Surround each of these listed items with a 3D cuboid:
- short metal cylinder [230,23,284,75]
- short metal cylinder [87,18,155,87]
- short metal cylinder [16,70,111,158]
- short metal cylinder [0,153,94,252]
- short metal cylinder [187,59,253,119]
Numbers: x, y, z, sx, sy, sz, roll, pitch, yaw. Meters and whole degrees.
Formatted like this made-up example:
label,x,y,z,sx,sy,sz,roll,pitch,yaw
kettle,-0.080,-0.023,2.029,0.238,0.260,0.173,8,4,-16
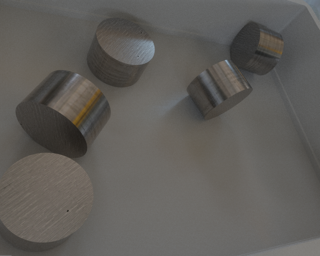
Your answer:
label,x,y,z,sx,sy,sz,roll,pitch,yaw
short metal cylinder,0.170,-0.139,0.550,0.050,0.080,0.080,14,56,-21
short metal cylinder,-0.054,-0.103,0.424,0.081,0.050,0.080,14,56,-21
short metal cylinder,-0.100,-0.013,0.326,0.080,0.080,0.050,33,51,-7
short metal cylinder,-0.109,0.070,0.289,0.081,0.050,0.080,14,56,-21
short metal cylinder,0.086,-0.055,0.452,0.081,0.080,0.050,-21,73,-36
